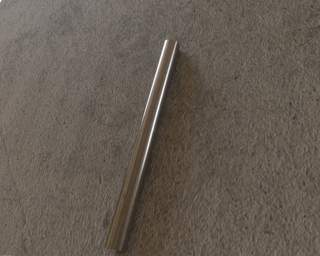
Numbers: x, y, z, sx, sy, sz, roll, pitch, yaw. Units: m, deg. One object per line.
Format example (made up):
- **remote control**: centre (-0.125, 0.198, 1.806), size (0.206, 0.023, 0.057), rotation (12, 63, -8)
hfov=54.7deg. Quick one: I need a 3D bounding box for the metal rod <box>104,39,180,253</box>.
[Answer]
- **metal rod**: centre (-0.016, 0.005, 0.409), size (0.025, 0.025, 0.300), rotation (0, 62, 28)
